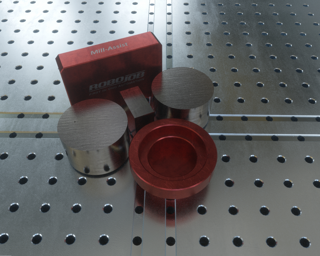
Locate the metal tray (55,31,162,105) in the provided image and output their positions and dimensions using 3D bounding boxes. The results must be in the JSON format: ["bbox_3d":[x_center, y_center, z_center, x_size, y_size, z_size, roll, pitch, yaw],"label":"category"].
[{"bbox_3d":[-0.062,-0.070,0.418,0.131,0.090,0.030,-19,53,-15],"label":"metal tray"}]

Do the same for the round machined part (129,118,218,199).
[{"bbox_3d":[0.014,0.039,0.359,0.099,0.042,0.098,0,50,0],"label":"round machined part"}]

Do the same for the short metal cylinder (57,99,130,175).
[{"bbox_3d":[-0.078,0.010,0.377,0.081,0.050,0.080,0,50,0],"label":"short metal cylinder"}]

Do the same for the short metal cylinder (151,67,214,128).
[{"bbox_3d":[0.029,-0.037,0.418,0.081,0.050,0.080,0,50,0],"label":"short metal cylinder"}]

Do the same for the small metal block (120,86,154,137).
[{"bbox_3d":[-0.029,-0.017,0.400,0.025,0.050,0.050,-20,53,-16],"label":"small metal block"}]
